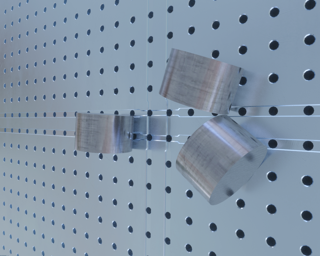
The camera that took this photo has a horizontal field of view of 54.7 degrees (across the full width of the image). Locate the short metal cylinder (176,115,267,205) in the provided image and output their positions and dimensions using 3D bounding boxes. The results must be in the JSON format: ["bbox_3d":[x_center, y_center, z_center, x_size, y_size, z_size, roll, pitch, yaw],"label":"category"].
[{"bbox_3d":[0.063,0.033,0.321,0.050,0.081,0.080,45,117,31],"label":"short metal cylinder"}]

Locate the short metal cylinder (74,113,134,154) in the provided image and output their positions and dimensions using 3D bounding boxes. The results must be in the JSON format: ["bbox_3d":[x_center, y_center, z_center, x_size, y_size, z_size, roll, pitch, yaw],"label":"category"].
[{"bbox_3d":[-0.078,0.005,0.438,0.080,0.081,0.050,6,94,40],"label":"short metal cylinder"}]

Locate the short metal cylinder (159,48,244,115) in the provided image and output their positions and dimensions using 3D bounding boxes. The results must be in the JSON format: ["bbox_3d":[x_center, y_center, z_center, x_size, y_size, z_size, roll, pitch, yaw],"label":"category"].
[{"bbox_3d":[0.044,-0.051,0.337,0.080,0.081,0.050,26,107,37],"label":"short metal cylinder"}]
